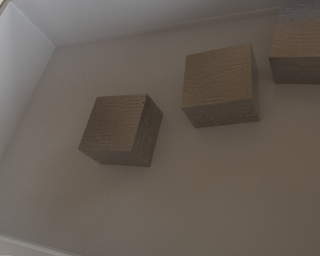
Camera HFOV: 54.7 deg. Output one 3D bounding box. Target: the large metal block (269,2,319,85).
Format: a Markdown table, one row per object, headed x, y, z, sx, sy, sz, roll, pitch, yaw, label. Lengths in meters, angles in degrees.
| x | y | z | sx | sy | sz | roll | pitch | yaw | label |
| --- | --- | --- | --- | --- | --- | --- | --- | --- | --- |
| 0.177 | -0.097 | 0.356 | 0.080 | 0.050 | 0.080 | 6 | 65 | 30 | large metal block |

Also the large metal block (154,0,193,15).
| x | y | z | sx | sy | sz | roll | pitch | yaw | label |
| --- | --- | --- | --- | --- | --- | --- | --- | --- | --- |
| 0.024 | -0.250 | 0.512 | 0.050 | 0.080 | 0.080 | 27 | 76 | 37 | large metal block |

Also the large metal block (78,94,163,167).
| x | y | z | sx | sy | sz | roll | pitch | yaw | label |
| --- | --- | --- | --- | --- | --- | --- | --- | --- | --- |
| -0.050 | 0.004 | 0.412 | 0.080 | 0.050 | 0.080 | 0 | 62 | 27 | large metal block |

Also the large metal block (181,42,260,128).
| x | y | z | sx | sy | sz | roll | pitch | yaw | label |
| --- | --- | --- | --- | --- | --- | --- | --- | --- | --- |
| 0.076 | -0.050 | 0.380 | 0.080 | 0.050 | 0.080 | -7 | 59 | 24 | large metal block |
